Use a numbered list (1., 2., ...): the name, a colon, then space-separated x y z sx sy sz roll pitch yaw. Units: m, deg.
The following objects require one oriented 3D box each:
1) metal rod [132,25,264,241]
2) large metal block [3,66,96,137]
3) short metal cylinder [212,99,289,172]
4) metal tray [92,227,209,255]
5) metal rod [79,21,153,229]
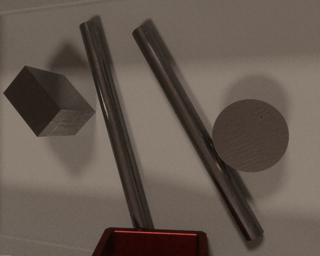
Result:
1. metal rod: 0.043 -0.001 0.394 0.025 0.025 0.299 -31 80 17
2. large metal block: -0.151 -0.035 0.433 0.050 0.080 0.080 -46 76 14
3. short metal cylinder: 0.105 0.008 0.360 0.080 0.050 0.079 0 90 19
4. metal tray: -0.010 0.154 0.360 0.131 0.090 0.030 1 102 5
5. metal rod: -0.063 -0.005 0.431 0.025 0.025 0.298 -18 84 19
